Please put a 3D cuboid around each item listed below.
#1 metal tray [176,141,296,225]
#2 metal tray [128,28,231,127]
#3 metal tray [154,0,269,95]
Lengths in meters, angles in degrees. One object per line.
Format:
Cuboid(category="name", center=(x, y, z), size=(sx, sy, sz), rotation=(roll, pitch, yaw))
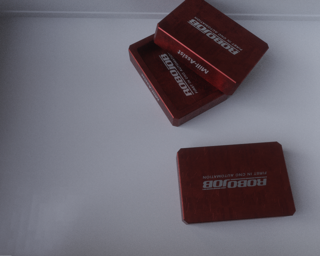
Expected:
Cuboid(category="metal tray", center=(0.089, 0.068, 0.383), size=(0.131, 0.030, 0.090), rotation=(-4, 70, -2))
Cuboid(category="metal tray", center=(0.025, -0.078, 0.435), size=(0.090, 0.030, 0.130), rotation=(-29, 73, -10))
Cuboid(category="metal tray", center=(0.069, -0.114, 0.418), size=(0.130, 0.030, 0.090), rotation=(38, 62, 7))
